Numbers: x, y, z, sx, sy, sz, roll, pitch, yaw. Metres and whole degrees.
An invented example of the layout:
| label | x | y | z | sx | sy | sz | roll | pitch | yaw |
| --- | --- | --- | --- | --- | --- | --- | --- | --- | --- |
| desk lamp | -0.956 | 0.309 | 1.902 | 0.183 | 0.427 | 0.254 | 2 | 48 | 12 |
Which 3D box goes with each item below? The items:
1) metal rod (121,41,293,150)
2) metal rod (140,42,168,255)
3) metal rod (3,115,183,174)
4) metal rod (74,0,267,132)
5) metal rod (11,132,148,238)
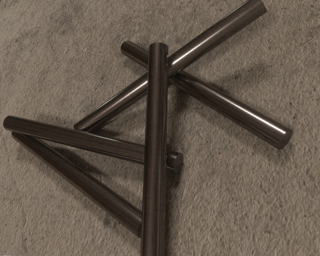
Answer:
| label | x | y | z | sx | sy | sz | roll | pitch | yaw |
| --- | --- | --- | --- | --- | --- | --- | --- | --- | --- |
| metal rod | 0.039 | -0.060 | 0.419 | 0.025 | 0.025 | 0.300 | -48 | 52 | -6 |
| metal rod | -0.005 | 0.039 | 0.347 | 0.025 | 0.025 | 0.299 | -7 | 69 | 24 |
| metal rod | -0.110 | 0.017 | 0.433 | 0.301 | 0.025 | 0.025 | 11 | 67 | 27 |
| metal rod | 0.001 | -0.072 | 0.416 | 0.300 | 0.025 | 0.025 | -32 | 51 | 18 |
| metal rod | -0.126 | 0.060 | 0.431 | 0.300 | 0.025 | 0.025 | 25 | 75 | 36 |
